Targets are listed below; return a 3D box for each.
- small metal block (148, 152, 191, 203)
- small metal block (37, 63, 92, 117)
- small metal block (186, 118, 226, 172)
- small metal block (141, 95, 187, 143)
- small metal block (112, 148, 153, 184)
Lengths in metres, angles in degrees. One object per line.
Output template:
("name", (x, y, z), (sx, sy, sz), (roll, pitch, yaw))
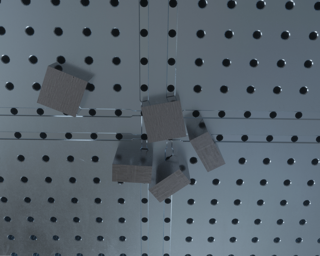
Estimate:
("small metal block", (0.012, 0.067, 0.425), (0.050, 0.050, 0.025), (-35, 106, 12))
("small metal block", (-0.121, -0.048, 0.395), (0.050, 0.025, 0.050), (22, 109, -8))
("small metal block", (0.060, 0.022, 0.408), (0.025, 0.050, 0.050), (-28, 108, 10))
("small metal block", (0.005, -0.012, 0.409), (0.050, 0.025, 0.050), (-10, 110, 3))
("small metal block", (-0.036, 0.050, 0.418), (0.050, 0.050, 0.025), (4, 110, -2))
